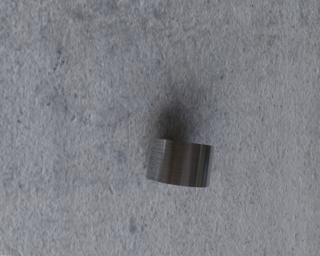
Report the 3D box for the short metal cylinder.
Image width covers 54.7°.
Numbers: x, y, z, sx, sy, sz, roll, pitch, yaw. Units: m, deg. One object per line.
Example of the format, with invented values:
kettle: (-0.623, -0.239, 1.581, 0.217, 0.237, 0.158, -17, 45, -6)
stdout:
short metal cylinder: (0.025, 0.042, 0.390, 0.081, 0.080, 0.050, 9, 87, -20)
